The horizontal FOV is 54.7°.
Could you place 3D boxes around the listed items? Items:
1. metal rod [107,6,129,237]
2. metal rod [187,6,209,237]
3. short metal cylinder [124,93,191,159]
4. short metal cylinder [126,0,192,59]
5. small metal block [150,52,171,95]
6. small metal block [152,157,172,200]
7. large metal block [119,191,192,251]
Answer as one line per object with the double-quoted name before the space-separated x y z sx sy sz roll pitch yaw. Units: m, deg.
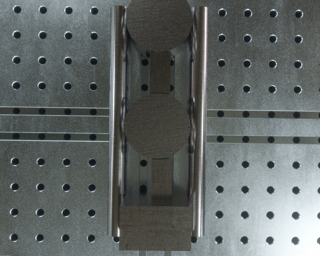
"metal rod" -0.055 -0.009 0.412 0.025 0.025 0.298 1 90 0
"metal rod" 0.050 -0.008 0.413 0.025 0.025 0.298 1 90 0
"short metal cylinder" -0.003 -0.003 0.400 0.081 0.050 0.080 0 90 0
"short metal cylinder" -0.001 -0.132 0.400 0.081 0.050 0.080 0 90 0
"small metal block" 0.000 -0.068 0.399 0.025 0.050 0.050 1 90 0
"small metal block" 0.002 0.063 0.400 0.025 0.050 0.050 0 90 0
"large metal block" -0.005 0.112 0.386 0.081 0.080 0.050 1 90 0
